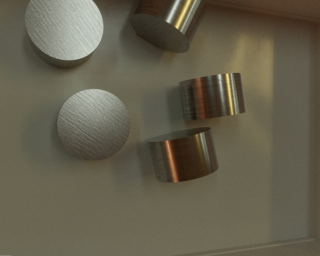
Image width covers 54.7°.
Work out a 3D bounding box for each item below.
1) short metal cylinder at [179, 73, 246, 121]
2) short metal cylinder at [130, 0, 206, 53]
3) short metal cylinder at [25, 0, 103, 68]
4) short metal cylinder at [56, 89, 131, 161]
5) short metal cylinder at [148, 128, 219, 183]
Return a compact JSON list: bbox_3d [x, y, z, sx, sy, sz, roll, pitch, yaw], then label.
[{"bbox_3d":[0.068,-0.040,0.406,0.081,0.080,0.050,-9,94,-20],"label":"short metal cylinder"},{"bbox_3d":[0.010,-0.137,0.385,0.080,0.080,0.050,28,81,-18],"label":"short metal cylinder"},{"bbox_3d":[-0.110,-0.113,0.356,0.081,0.050,0.080,0,90,-20],"label":"short metal cylinder"},{"bbox_3d":[-0.080,-0.004,0.367,0.081,0.050,0.080,0,90,-20],"label":"short metal cylinder"},{"bbox_3d":[0.030,0.032,0.392,0.081,0.080,0.050,-14,95,-20],"label":"short metal cylinder"}]
